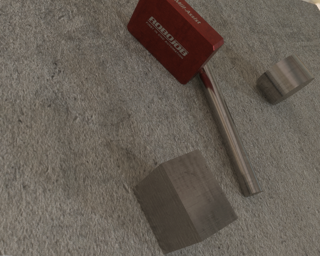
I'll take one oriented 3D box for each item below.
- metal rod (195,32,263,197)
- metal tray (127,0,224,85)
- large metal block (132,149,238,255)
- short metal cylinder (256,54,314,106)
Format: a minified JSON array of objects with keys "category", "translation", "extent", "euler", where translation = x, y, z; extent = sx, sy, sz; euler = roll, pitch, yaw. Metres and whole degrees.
[{"category":"metal rod","translation":[0.087,-0.042,0.478],"extent":[0.025,0.025,0.299],"euler":[-3,63,-30]},{"category":"metal tray","translation":[0.019,-0.139,0.458],"extent":[0.130,0.090,0.030],"euler":[46,51,3]},{"category":"large metal block","translation":[0.023,0.080,0.333],"extent":[0.050,0.080,0.080],"euler":[-17,71,-35]},{"category":"short metal cylinder","translation":[0.216,-0.082,0.538],"extent":[0.081,0.080,0.050],"euler":[-21,74,-36]}]
